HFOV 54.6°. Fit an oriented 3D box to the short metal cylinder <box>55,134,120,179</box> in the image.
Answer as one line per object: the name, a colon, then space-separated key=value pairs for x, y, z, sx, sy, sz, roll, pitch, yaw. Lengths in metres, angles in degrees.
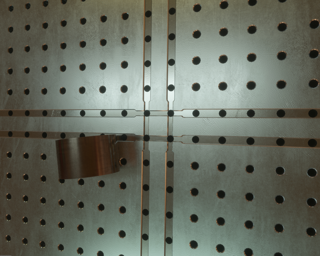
short metal cylinder: x=-0.097 y=0.038 z=0.418 sx=0.080 sy=0.080 sz=0.050 roll=-7 pitch=88 yaw=20
